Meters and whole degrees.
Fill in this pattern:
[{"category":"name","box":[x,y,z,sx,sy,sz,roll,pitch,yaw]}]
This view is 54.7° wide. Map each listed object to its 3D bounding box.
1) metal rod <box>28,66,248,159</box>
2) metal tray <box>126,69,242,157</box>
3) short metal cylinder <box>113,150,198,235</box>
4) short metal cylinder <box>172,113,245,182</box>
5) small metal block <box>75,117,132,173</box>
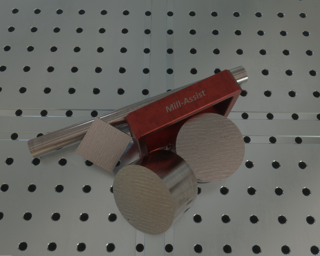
[{"category":"metal rod","box":[-0.023,-0.024,0.416,0.302,0.025,0.025,-20,72,-8]},{"category":"metal tray","box":[0.028,-0.014,0.379,0.131,0.090,0.030,-25,72,-9]},{"category":"short metal cylinder","box":[-0.005,0.070,0.346,0.080,0.080,0.050,45,35,14]},{"category":"short metal cylinder","box":[0.056,0.026,0.380,0.081,0.050,0.080,1,78,-4]},{"category":"small metal block","box":[-0.070,0.020,0.386,0.050,0.025,0.050,30,88,-9]}]
